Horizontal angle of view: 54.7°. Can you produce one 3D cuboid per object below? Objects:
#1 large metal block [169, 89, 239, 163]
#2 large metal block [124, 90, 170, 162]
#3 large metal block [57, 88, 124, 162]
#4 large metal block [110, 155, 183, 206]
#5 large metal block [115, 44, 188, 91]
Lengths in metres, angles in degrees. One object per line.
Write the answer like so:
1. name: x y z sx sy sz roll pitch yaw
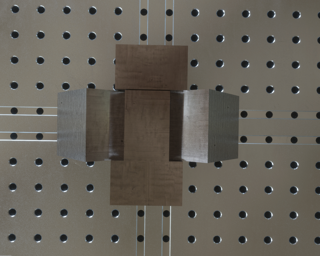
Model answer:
1. large metal block: 0.056 -0.002 0.378 0.050 0.081 0.079 1 89 37
2. large metal block: -0.015 -0.002 0.385 0.050 0.080 0.079 1 90 0
3. large metal block: -0.086 -0.004 0.378 0.050 0.080 0.079 0 91 -40
4. large metal block: -0.015 0.061 0.385 0.081 0.080 0.050 1 90 -1
5. large metal block: -0.010 -0.068 0.385 0.081 0.080 0.050 1 90 -1
